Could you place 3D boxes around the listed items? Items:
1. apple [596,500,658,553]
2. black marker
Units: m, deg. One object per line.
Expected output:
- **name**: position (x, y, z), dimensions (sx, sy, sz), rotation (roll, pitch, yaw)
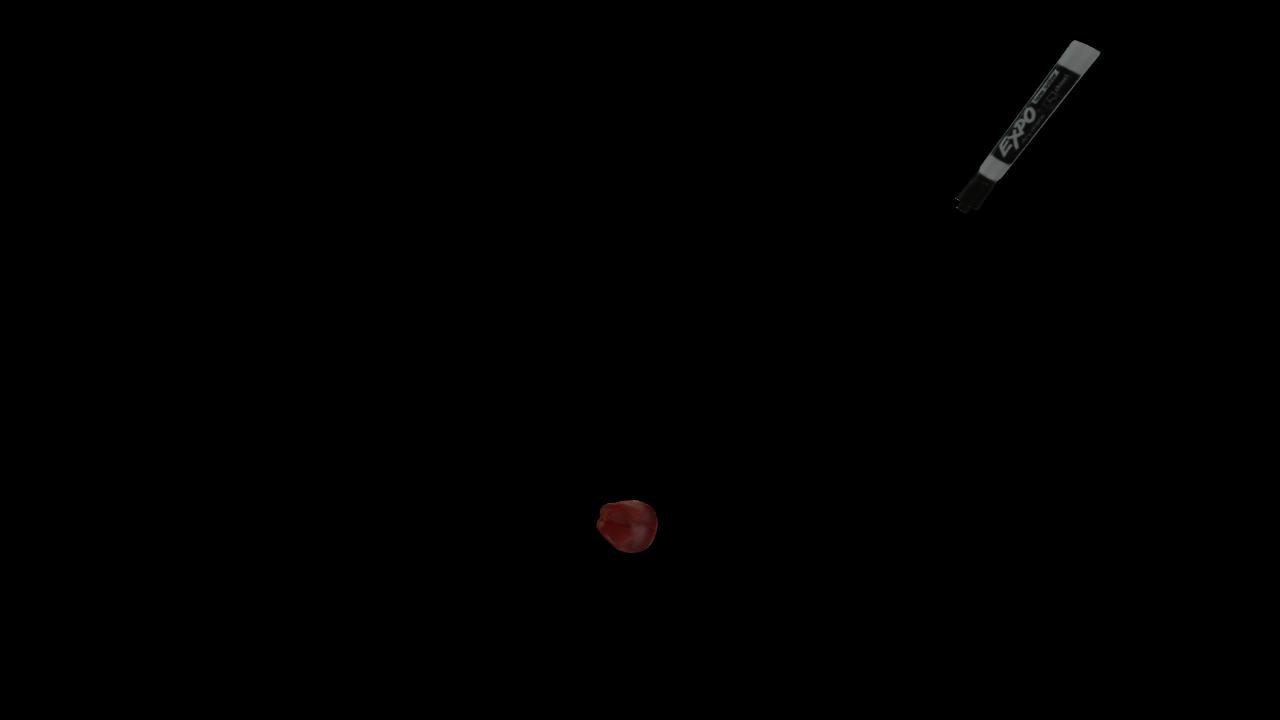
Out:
- **apple**: position (-0.018, 0.255, 0.947), dimensions (0.093, 0.079, 0.079), rotation (21, -8, -22)
- **black marker**: position (0.264, -0.157, 0.428), dimensions (0.020, 0.121, 0.020), rotation (18, 35, -13)
